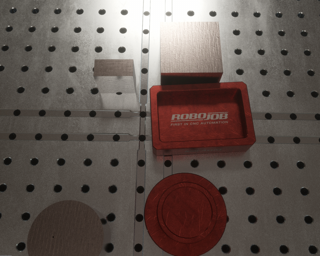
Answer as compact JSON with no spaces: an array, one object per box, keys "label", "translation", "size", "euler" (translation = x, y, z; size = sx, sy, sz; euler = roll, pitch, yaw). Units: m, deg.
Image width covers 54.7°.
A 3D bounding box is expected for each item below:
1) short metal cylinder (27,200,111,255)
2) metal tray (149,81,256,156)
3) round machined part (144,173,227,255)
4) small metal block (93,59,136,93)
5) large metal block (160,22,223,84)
[{"label":"short metal cylinder","translation":[-0.100,0.125,0.351],"size":[0.081,0.050,0.080],"euler":[0,70,0]},{"label":"metal tray","translation":[0.053,-0.013,0.414],"size":[0.131,0.030,0.090],"euler":[-3,70,-2]},{"label":"round machined part","translation":[0.030,0.101,0.366],"size":[0.099,0.042,0.098],"euler":[0,70,-1]},{"label":"small metal block","translation":[-0.060,-0.070,0.423],"size":[0.050,0.050,0.025],"euler":[0,70,-1]},{"label":"large metal block","translation":[0.041,-0.100,0.436],"size":[0.081,0.050,0.080],"euler":[-1,70,-1]}]
